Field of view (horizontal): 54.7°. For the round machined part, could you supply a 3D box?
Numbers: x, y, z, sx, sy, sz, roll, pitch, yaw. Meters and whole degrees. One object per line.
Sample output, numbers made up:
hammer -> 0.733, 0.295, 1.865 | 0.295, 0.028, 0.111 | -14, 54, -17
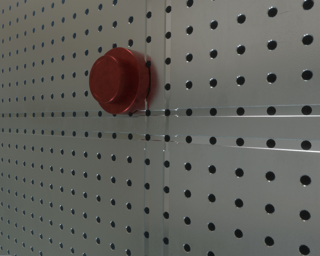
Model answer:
round machined part -> -0.066, -0.069, 0.450 | 0.098, 0.042, 0.097 | 0, 90, 39
